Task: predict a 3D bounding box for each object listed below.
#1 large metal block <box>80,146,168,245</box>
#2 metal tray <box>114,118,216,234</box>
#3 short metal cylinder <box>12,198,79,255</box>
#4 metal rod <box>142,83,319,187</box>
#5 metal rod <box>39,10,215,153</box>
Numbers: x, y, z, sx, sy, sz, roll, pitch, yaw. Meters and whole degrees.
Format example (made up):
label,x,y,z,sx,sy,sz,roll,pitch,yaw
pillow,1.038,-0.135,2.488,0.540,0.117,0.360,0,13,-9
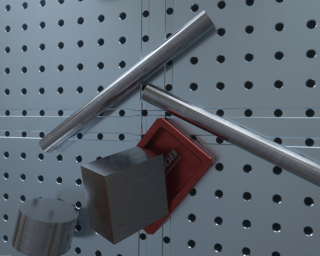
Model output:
label,x,y,z,sx,sy,sz,roll,pitch,yaw
large metal block,-0.039,0.074,0.365,0.050,0.081,0.079,11,112,47
metal tray,-0.001,0.062,0.409,0.090,0.030,0.130,41,102,15
short metal cylinder,-0.161,0.139,0.439,0.080,0.080,0.050,17,96,19
metal rod,0.110,0.017,0.373,0.301,0.025,0.025,27,99,17
metal rod,-0.056,-0.056,0.431,0.300,0.025,0.025,-35,79,16
